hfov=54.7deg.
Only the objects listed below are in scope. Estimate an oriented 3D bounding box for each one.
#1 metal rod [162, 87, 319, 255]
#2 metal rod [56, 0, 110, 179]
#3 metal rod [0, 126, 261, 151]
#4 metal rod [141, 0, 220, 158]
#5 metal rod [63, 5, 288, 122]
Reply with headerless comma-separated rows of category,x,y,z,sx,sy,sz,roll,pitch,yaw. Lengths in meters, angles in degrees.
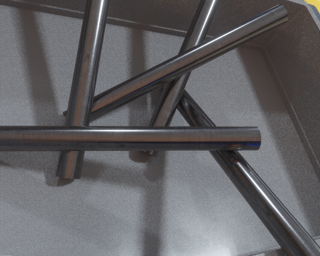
metal rod,0.066,0.020,0.349,0.025,0.025,0.300,1,35,-28
metal rod,-0.076,-0.095,0.343,0.025,0.025,0.298,11,83,-23
metal rod,-0.050,0.010,0.308,0.302,0.025,0.025,0,60,-5
metal rod,0.040,-0.104,0.411,0.025,0.025,0.299,25,78,-14
metal rod,0.026,-0.078,0.379,0.302,0.025,0.025,-28,76,-8
